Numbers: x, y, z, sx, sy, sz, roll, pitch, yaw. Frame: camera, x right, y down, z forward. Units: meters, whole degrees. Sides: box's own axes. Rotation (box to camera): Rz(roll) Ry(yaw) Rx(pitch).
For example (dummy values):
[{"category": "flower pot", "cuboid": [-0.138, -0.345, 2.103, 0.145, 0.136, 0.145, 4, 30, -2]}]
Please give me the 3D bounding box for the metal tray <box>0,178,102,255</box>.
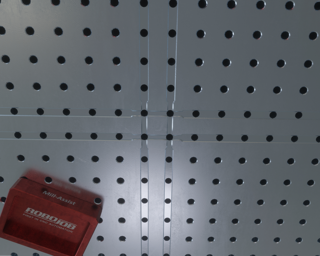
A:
[{"category": "metal tray", "cuboid": [-0.164, 0.139, 0.460, 0.131, 0.030, 0.090, 24, 108, -9]}]
